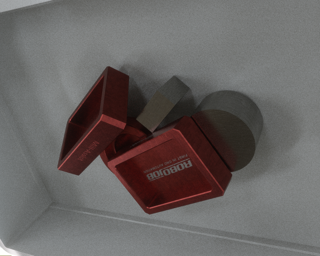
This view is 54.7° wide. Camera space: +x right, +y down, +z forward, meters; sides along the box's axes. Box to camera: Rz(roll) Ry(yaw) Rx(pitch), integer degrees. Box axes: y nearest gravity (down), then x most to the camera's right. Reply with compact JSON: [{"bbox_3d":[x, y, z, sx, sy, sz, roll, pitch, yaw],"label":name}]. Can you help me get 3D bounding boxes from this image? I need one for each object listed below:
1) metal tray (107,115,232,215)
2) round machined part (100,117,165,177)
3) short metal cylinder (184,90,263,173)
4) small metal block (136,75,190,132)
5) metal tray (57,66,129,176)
[{"bbox_3d":[0.007,0.050,0.368,0.130,0.030,0.090,-28,103,41],"label":"metal tray"},{"bbox_3d":[-0.034,0.027,0.430,0.098,0.042,0.097,13,124,20],"label":"round machined part"},{"bbox_3d":[0.072,0.004,0.353,0.080,0.050,0.079,13,124,20],"label":"short metal cylinder"},{"bbox_3d":[0.004,-0.029,0.368,0.025,0.050,0.050,40,127,1],"label":"small metal block"},{"bbox_3d":[-0.088,-0.007,0.403,0.030,0.090,0.129,24,134,-28],"label":"metal tray"}]
